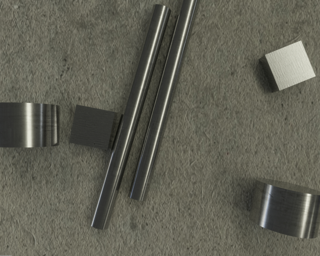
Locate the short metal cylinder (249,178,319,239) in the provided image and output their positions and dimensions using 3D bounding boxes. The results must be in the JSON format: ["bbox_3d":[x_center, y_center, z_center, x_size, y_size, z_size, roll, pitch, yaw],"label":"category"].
[{"bbox_3d":[0.156,0.096,0.384,0.080,0.080,0.050,11,90,0],"label":"short metal cylinder"}]

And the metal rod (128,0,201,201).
[{"bbox_3d":[0.009,-0.052,0.409,0.025,0.025,0.298,15,90,0],"label":"metal rod"}]

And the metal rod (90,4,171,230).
[{"bbox_3d":[-0.039,-0.014,0.409,0.025,0.025,0.298,16,90,0],"label":"metal rod"}]

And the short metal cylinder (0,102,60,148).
[{"bbox_3d":[-0.166,-0.004,0.381,0.081,0.080,0.050,1,90,0],"label":"short metal cylinder"}]

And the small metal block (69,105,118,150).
[{"bbox_3d":[-0.087,-0.001,0.409,0.050,0.025,0.050,11,90,0],"label":"small metal block"}]

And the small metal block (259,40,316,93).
[{"bbox_3d":[0.168,-0.081,0.411,0.050,0.025,0.050,-22,90,0],"label":"small metal block"}]
